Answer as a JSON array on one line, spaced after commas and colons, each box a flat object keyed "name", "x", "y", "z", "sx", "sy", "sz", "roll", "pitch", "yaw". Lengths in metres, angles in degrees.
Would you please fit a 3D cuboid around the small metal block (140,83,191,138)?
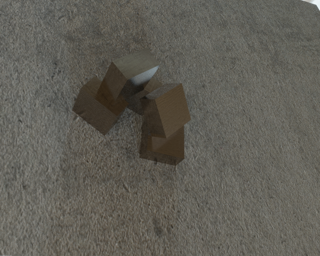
[{"name": "small metal block", "x": 0.008, "y": -0.022, "z": 0.377, "sx": 0.050, "sy": 0.025, "sz": 0.050, "roll": -36, "pitch": 119, "yaw": -39}]

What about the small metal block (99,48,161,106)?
[{"name": "small metal block", "x": -0.034, "y": -0.056, "z": 0.342, "sx": 0.050, "sy": 0.050, "sz": 0.025, "roll": -33, "pitch": 81, "yaw": -38}]

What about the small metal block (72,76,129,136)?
[{"name": "small metal block", "x": -0.072, "y": -0.025, "z": 0.367, "sx": 0.050, "sy": 0.050, "sz": 0.025, "roll": 39, "pitch": 51, "yaw": -3}]

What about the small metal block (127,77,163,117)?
[{"name": "small metal block", "x": -0.032, "y": -0.048, "z": 0.403, "sx": 0.050, "sy": 0.050, "sz": 0.025, "roll": 28, "pitch": 52, "yaw": -11}]

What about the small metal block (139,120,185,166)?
[{"name": "small metal block", "x": 0.003, "y": 0.017, "z": 0.398, "sx": 0.050, "sy": 0.025, "sz": 0.050, "roll": 15, "pitch": 56, "yaw": -20}]
